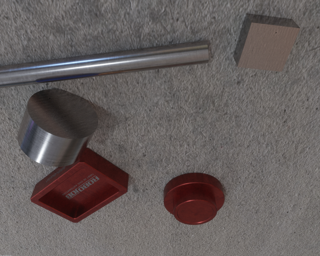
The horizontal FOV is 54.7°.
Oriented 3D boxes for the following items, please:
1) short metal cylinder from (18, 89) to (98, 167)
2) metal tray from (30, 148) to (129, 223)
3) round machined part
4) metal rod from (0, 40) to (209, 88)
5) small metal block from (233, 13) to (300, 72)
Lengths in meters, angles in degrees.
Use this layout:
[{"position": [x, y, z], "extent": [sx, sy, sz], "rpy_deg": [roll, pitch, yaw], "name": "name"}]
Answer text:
[{"position": [-0.121, -0.001, 0.369], "extent": [0.080, 0.080, 0.050], "rpy_deg": [22, 127, -18], "name": "short metal cylinder"}, {"position": [-0.124, 0.093, 0.481], "extent": [0.130, 0.030, 0.090], "rpy_deg": [-35, 122, 26], "name": "metal tray"}, {"position": [0.055, 0.120, 0.499], "extent": [0.099, 0.042, 0.097], "rpy_deg": [-1, 130, 0], "name": "round machined part"}, {"position": [-0.098, -0.067, 0.348], "extent": [0.302, 0.025, 0.025], "rpy_deg": [-6, 130, 4], "name": "metal rod"}, {"position": [0.112, -0.091, 0.332], "extent": [0.050, 0.025, 0.050], "rpy_deg": [5, 130, -5], "name": "small metal block"}]
